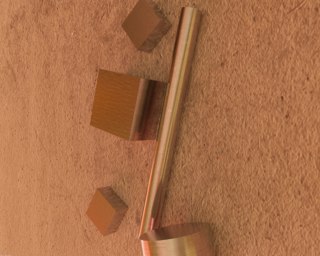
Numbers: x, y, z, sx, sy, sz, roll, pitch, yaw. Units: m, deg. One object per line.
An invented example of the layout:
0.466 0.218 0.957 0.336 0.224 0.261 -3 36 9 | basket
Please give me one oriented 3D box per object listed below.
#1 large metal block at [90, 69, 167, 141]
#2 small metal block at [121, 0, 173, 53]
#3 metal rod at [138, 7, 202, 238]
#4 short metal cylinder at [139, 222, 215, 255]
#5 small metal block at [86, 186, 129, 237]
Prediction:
-0.045 -0.032 0.424 0.080 0.050 0.079 19 102 38 | large metal block
-0.019 -0.139 0.419 0.050 0.025 0.050 -45 63 30 | small metal block
0.010 0.003 0.394 0.025 0.025 0.298 18 101 38 | metal rod
0.020 0.142 0.351 0.080 0.081 0.050 -17 80 38 | short metal cylinder
-0.081 0.125 0.469 0.050 0.025 0.050 39 114 32 | small metal block
